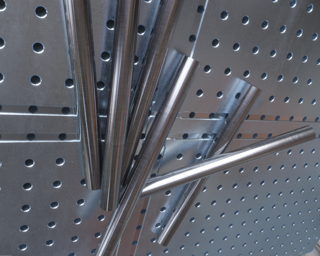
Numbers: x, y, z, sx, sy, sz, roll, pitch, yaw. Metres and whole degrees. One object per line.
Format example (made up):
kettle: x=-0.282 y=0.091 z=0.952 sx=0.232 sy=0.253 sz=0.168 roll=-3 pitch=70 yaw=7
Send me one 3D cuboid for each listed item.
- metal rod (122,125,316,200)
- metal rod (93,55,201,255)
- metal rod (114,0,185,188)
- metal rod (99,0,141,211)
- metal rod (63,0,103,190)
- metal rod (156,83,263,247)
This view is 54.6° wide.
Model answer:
metal rod: x=0.087 y=0.053 z=0.458 sx=0.302 sy=0.025 sz=0.025 roll=-18 pitch=126 yaw=-6
metal rod: x=-0.021 y=0.049 z=0.407 sx=0.025 sy=0.025 sz=0.299 roll=17 pitch=103 yaw=-35
metal rod: x=-0.014 y=-0.056 z=0.367 sx=0.025 sy=0.025 sz=0.298 roll=5 pitch=116 yaw=-31
metal rod: x=-0.046 y=-0.035 z=0.348 sx=0.025 sy=0.025 sz=0.298 roll=-3 pitch=115 yaw=-27
metal rod: x=-0.081 y=-0.054 z=0.332 sx=0.025 sy=0.025 sz=0.298 roll=-12 pitch=124 yaw=-22
metal rod: x=0.071 y=0.067 z=0.490 sx=0.025 sy=0.025 sz=0.298 roll=16 pitch=110 yaw=-35
